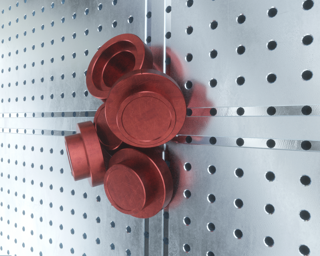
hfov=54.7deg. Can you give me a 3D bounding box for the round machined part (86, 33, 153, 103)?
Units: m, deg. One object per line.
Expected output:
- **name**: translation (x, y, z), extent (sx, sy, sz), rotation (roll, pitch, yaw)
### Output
- **round machined part**: translation (-0.050, -0.076, 0.423), extent (0.098, 0.042, 0.098), rotation (-14, 62, 28)

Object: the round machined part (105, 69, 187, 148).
- **round machined part**: translation (-0.017, -0.018, 0.372), extent (0.042, 0.099, 0.097), rotation (-99, 34, -65)

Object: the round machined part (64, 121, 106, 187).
- **round machined part**: translation (-0.113, 0.041, 0.458), extent (0.098, 0.042, 0.097), rotation (167, 90, -70)

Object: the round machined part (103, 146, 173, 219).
- **round machined part**: translation (-0.035, 0.074, 0.409), extent (0.098, 0.042, 0.097), rotation (9, 106, 32)

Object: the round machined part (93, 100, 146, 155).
- **round machined part**: translation (-0.058, -0.003, 0.442), extent (0.098, 0.042, 0.097), rotation (0, 90, 39)
